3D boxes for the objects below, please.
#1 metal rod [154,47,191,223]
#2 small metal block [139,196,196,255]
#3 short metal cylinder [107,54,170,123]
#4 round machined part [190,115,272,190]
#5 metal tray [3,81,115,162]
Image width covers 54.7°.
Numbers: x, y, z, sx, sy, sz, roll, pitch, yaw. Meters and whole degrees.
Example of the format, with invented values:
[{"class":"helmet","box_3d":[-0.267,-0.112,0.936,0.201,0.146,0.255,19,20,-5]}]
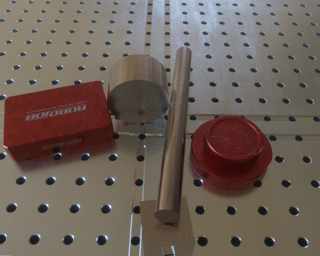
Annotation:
[{"class":"metal rod","box_3d":[0.023,-0.019,0.406,0.025,0.025,0.300,5,45,4]},{"class":"small metal block","box_3d":[0.006,0.102,0.322,0.050,0.025,0.050,-5,50,-5]},{"class":"short metal cylinder","box_3d":[-0.029,-0.051,0.414,0.081,0.080,0.050,-2,50,-2]},{"class":"round machined part","box_3d":[0.088,0.023,0.379,0.099,0.042,0.098,0,50,0]},{"class":"metal tray","box_3d":[-0.134,-0.013,0.413,0.131,0.030,0.090,-13,51,-11]}]
